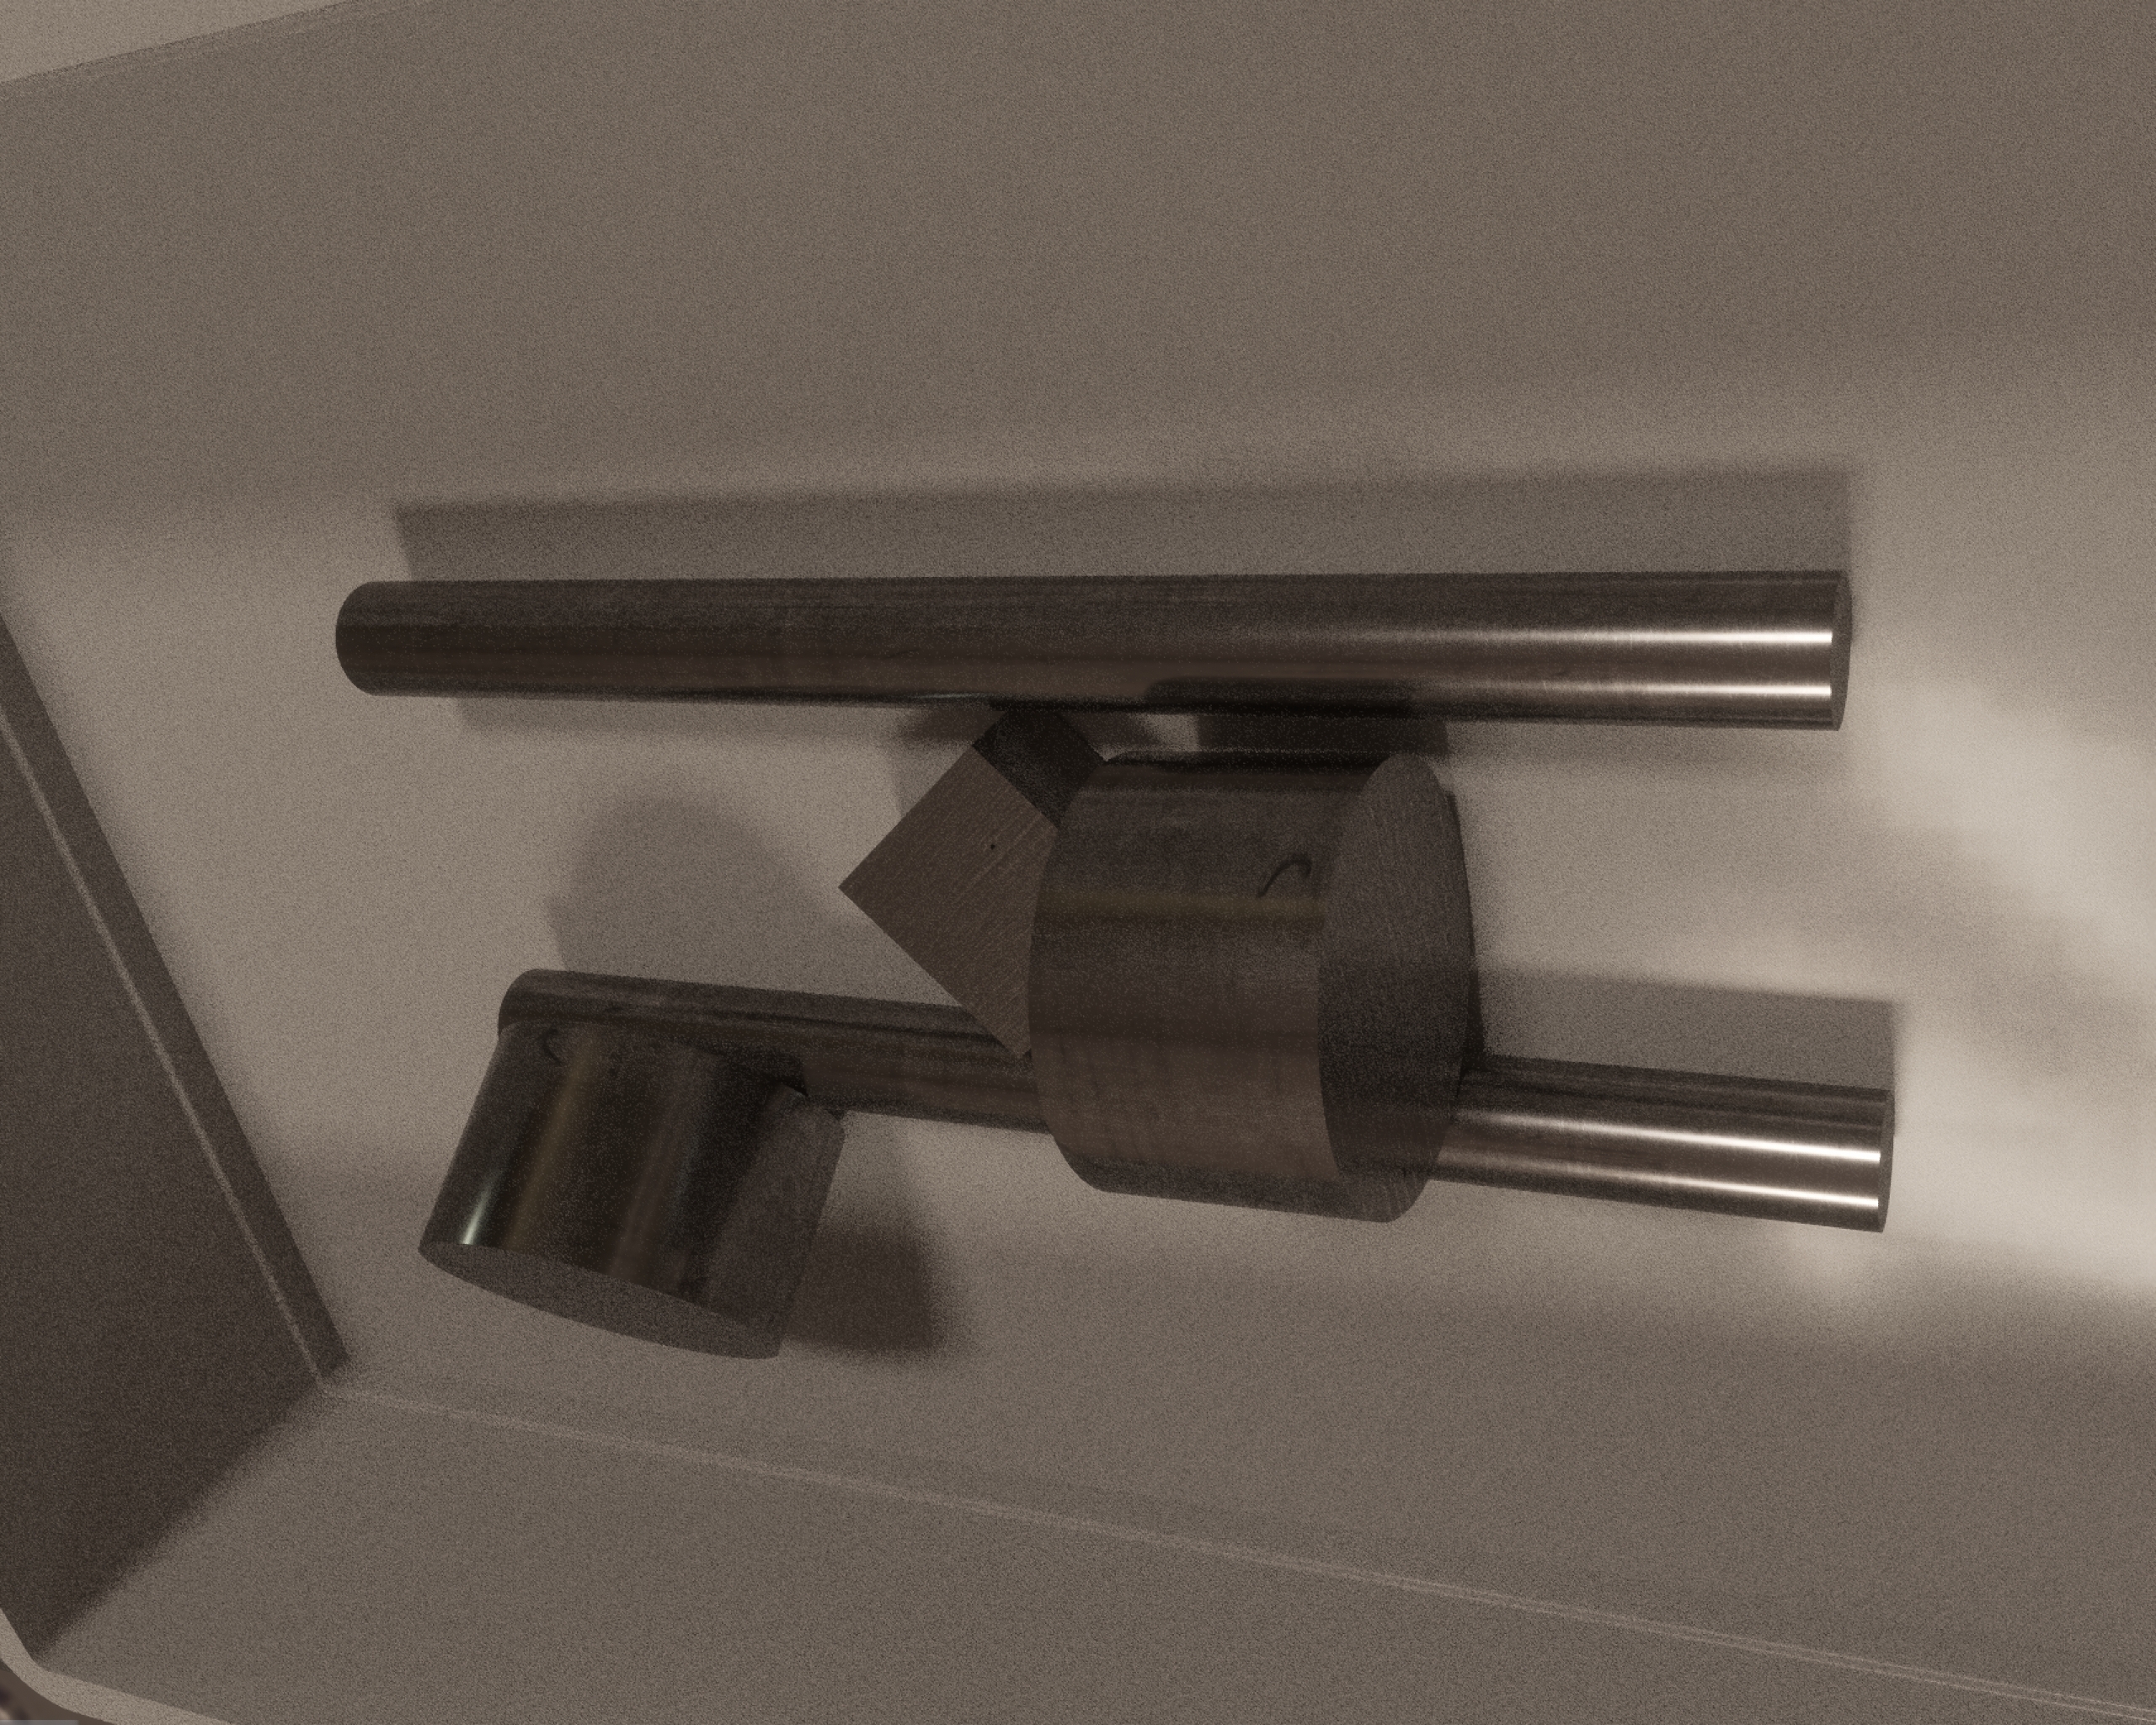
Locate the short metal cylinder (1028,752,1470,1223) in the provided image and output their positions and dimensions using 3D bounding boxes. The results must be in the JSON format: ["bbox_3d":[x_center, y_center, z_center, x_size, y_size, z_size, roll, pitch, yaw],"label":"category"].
[{"bbox_3d":[0.033,0.020,0.366,0.050,0.080,0.079,2,119,27],"label":"short metal cylinder"}]

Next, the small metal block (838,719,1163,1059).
[{"bbox_3d":[-0.011,0.003,0.413,0.050,0.025,0.050,44,129,-3],"label":"small metal block"}]

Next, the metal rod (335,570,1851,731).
[{"bbox_3d":[-0.017,-0.041,0.388,0.301,0.025,0.025,3,120,26],"label":"metal rod"}]

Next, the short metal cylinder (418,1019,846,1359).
[{"bbox_3d":[-0.098,0.074,0.463,0.080,0.050,0.080,13,157,6],"label":"short metal cylinder"}]

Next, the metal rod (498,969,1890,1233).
[{"bbox_3d":[0.006,0.045,0.429,0.301,0.025,0.025,3,120,26],"label":"metal rod"}]
